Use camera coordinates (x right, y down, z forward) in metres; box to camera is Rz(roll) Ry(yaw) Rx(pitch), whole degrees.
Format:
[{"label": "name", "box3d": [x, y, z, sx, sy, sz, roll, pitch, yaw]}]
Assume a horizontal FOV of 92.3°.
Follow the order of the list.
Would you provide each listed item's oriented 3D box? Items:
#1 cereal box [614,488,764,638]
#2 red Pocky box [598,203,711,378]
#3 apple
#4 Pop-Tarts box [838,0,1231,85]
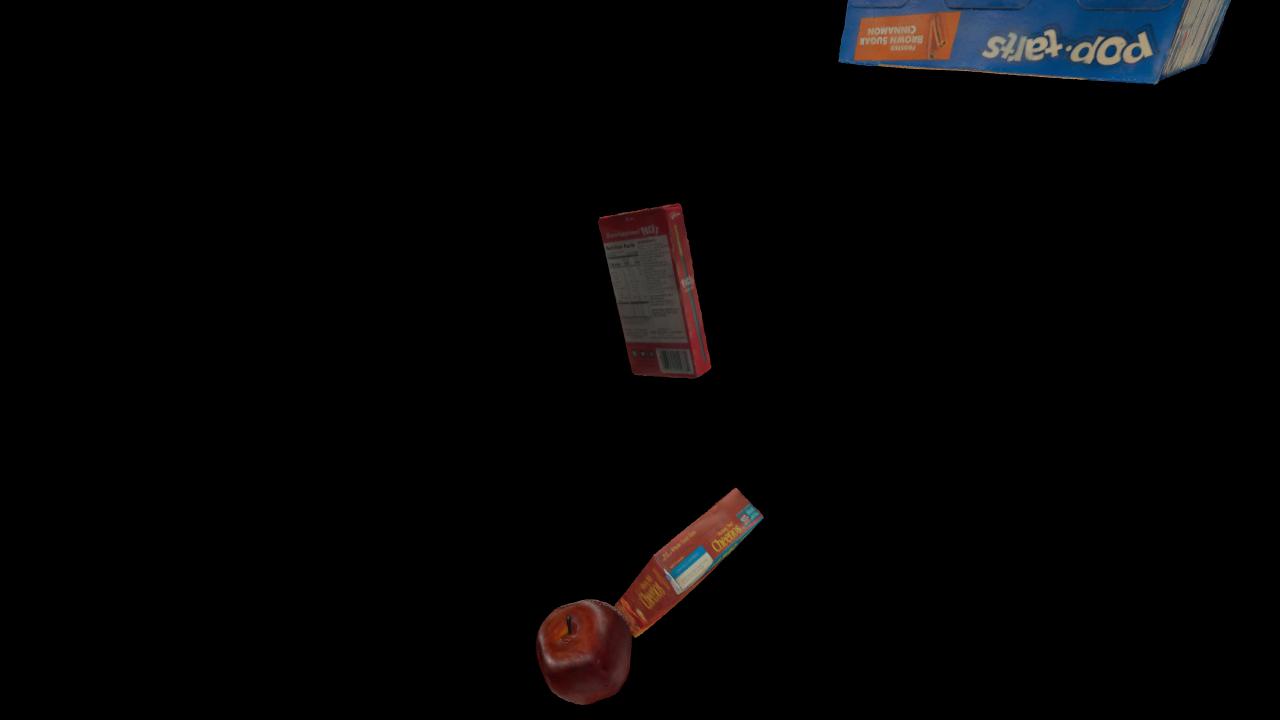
[{"label": "cereal box", "box3d": [0.077, 0.367, 1.096, 0.203, 0.081, 0.306, -30, -22, -34]}, {"label": "red Pocky box", "box3d": [0.014, -0.060, 0.563, 0.083, 0.155, 0.028, 3, 22, 43]}, {"label": "apple", "box3d": [-0.044, 0.240, 0.508, 0.079, 0.093, 0.079, -13, 36, 10]}, {"label": "Pop-Tarts box", "box3d": [0.228, -0.214, 0.354, 0.141, 0.083, 0.167, -27, 40, -37]}]
